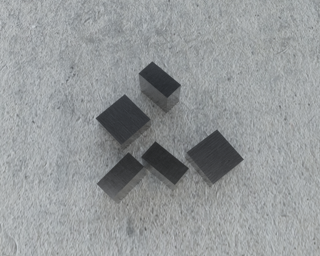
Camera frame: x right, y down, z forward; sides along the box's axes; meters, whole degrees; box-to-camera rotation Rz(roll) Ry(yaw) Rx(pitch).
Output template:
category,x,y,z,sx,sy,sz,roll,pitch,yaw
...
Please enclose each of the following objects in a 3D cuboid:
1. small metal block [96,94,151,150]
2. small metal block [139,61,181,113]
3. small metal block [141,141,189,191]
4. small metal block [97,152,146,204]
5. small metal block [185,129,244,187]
category,x,y,z,sx,sy,sz,roll,pitch,yaw
small metal block,-0.047,-0.008,0.410,0.050,0.025,0.050,-42,75,-14
small metal block,0.000,-0.053,0.414,0.050,0.050,0.025,42,75,13
small metal block,0.006,0.048,0.377,0.050,0.050,0.025,39,75,13
small metal block,-0.044,0.061,0.372,0.025,0.050,0.050,41,75,13
small metal block,0.068,0.039,0.394,0.050,0.025,0.050,-36,74,-12
